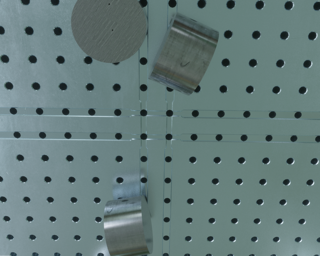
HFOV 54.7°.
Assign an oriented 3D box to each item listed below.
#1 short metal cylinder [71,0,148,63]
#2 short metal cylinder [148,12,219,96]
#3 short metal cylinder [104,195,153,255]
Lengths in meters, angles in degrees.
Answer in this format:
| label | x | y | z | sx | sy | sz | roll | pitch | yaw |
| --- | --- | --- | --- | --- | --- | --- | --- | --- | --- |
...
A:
| label | x | y | z | sx | sy | sz | roll | pitch | yaw |
| --- | --- | --- | --- | --- | --- | --- | --- | --- | --- |
| short metal cylinder | -0.055 | -0.119 | 0.356 | 0.081 | 0.050 | 0.079 | 0 | 110 | 0 |
| short metal cylinder | 0.025 | -0.083 | 0.353 | 0.050 | 0.080 | 0.079 | 22 | 109 | -8 |
| short metal cylinder | -0.042 | 0.138 | 0.435 | 0.050 | 0.080 | 0.079 | -10 | 110 | 4 |
